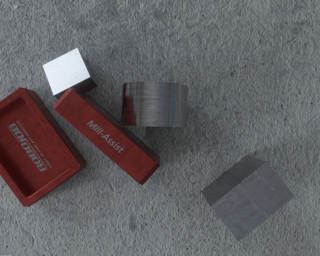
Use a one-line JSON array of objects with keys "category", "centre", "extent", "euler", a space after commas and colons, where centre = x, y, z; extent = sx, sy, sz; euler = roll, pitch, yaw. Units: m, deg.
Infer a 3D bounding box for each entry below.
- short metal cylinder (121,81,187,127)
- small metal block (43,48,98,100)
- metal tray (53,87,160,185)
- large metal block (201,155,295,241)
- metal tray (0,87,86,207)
[{"category": "short metal cylinder", "centre": [-0.007, -0.027, 0.382], "extent": [0.081, 0.080, 0.050], "euler": [2, 90, 0]}, {"category": "small metal block", "centre": [-0.116, -0.067, 0.400], "extent": [0.050, 0.025, 0.050], "euler": [-27, 67, 0]}, {"category": "metal tray", "centre": [-0.058, 0.009, 0.377], "extent": [0.130, 0.090, 0.030], "euler": [41, 90, 0]}, {"category": "large metal block", "centre": [0.103, 0.081, 0.384], "extent": [0.080, 0.080, 0.050], "euler": [-39, 90, 0]}, {"category": "metal tray", "centre": [-0.172, 0.024, 0.405], "extent": [0.090, 0.030, 0.130], "euler": [-36, 90, 0]}]
